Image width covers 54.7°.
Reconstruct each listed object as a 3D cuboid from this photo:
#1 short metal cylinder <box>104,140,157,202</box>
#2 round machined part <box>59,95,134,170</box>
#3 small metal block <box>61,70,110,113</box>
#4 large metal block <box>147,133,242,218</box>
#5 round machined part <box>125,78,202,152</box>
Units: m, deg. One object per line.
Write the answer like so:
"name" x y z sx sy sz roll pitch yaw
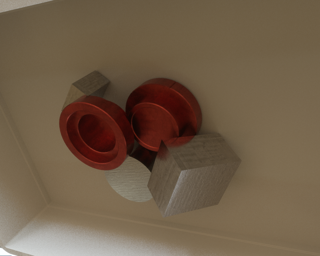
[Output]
"short metal cylinder" -0.031 0.058 0.441 0.080 0.050 0.079 13 124 20
"round machined part" -0.076 0.003 0.398 0.098 0.042 0.097 13 124 20
"small metal block" -0.099 -0.043 0.414 0.025 0.050 0.050 38 129 2
"large metal block" 0.039 0.056 0.375 0.050 0.081 0.079 57 142 42
"round machined part" -0.001 -0.009 0.387 0.098 0.042 0.097 13 124 20
